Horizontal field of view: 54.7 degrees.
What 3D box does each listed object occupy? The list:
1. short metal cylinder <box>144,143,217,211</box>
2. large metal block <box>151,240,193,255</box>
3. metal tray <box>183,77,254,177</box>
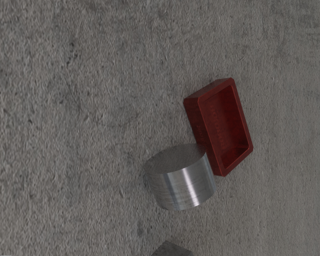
[{"bbox_3d":[0.026,0.059,0.391,0.081,0.080,0.050,-30,109,-36],"label":"short metal cylinder"},{"bbox_3d":[0.011,0.209,0.398,0.081,0.050,0.080,-35,112,-34],"label":"large metal block"},{"bbox_3d":[0.094,-0.002,0.479,0.091,0.030,0.129,-33,110,-35],"label":"metal tray"}]
